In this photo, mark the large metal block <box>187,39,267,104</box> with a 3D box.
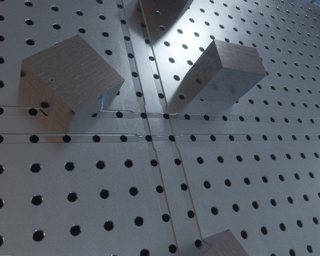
[{"bbox_3d":[0.100,-0.083,0.477,0.081,0.080,0.050,3,60,-27],"label":"large metal block"}]

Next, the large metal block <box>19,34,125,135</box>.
[{"bbox_3d":[-0.104,-0.053,0.368,0.080,0.050,0.080,45,51,3],"label":"large metal block"}]

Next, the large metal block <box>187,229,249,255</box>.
[{"bbox_3d":[0.060,0.167,0.322,0.081,0.050,0.080,-29,78,-37],"label":"large metal block"}]

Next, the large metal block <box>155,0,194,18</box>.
[{"bbox_3d":[0.029,-0.258,0.545,0.080,0.080,0.050,39,51,-2],"label":"large metal block"}]
